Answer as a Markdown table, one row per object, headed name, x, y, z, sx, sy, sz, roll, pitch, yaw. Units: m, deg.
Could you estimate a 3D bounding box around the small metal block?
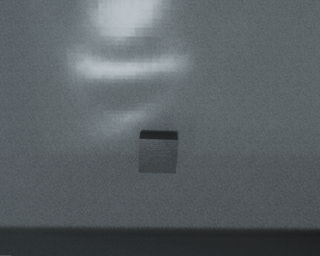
| name | x | y | z | sx | sy | sz | roll | pitch | yaw |
| --- | --- | --- | --- | --- | --- | --- | --- | --- | --- |
| small metal block | -0.003 | 0.034 | 0.424 | 0.050 | 0.025 | 0.050 | 2 | 110 | -1 |
